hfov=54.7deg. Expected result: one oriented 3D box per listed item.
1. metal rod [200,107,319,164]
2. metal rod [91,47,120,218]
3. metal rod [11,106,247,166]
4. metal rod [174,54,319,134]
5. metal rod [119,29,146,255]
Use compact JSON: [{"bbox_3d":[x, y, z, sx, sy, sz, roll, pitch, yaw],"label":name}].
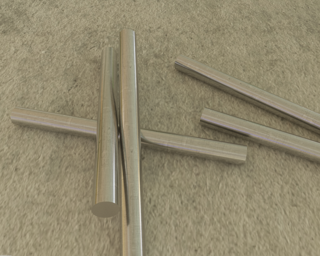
[{"bbox_3d":[0.196,0.031,0.379,0.301,0.025,0.025,19,52,14],"label":"metal rod"},{"bbox_3d":[-0.066,-0.024,0.391,0.025,0.025,0.300,-5,41,-4],"label":"metal rod"},{"bbox_3d":[-0.044,0.008,0.395,0.302,0.025,0.025,10,51,7],"label":"metal rod"},{"bbox_3d":[0.152,-0.038,0.436,0.300,0.025,0.025,29,56,21],"label":"metal rod"},{"bbox_3d":[-0.036,-0.003,0.372,0.025,0.025,0.299,-3,60,-3],"label":"metal rod"}]
